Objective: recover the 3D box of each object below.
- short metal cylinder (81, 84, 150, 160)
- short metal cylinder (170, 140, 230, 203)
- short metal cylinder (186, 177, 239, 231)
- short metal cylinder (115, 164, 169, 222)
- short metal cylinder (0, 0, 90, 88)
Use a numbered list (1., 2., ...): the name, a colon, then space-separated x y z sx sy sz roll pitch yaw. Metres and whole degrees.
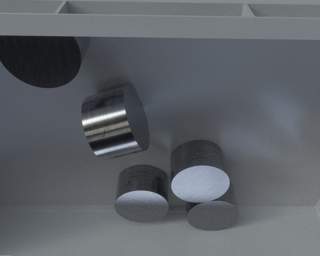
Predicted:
1. short metal cylinder: -0.050 -0.006 0.367 0.050 0.080 0.080 -15 129 12
2. short metal cylinder: 0.056 0.063 0.447 0.081 0.050 0.079 0 130 0
3. short metal cylinder: 0.082 0.120 0.496 0.081 0.050 0.079 0 130 0
4. short metal cylinder: -0.027 0.102 0.479 0.081 0.050 0.079 0 130 0
5. short metal cylinder: -0.117 -0.088 0.317 0.081 0.050 0.079 0 130 0
